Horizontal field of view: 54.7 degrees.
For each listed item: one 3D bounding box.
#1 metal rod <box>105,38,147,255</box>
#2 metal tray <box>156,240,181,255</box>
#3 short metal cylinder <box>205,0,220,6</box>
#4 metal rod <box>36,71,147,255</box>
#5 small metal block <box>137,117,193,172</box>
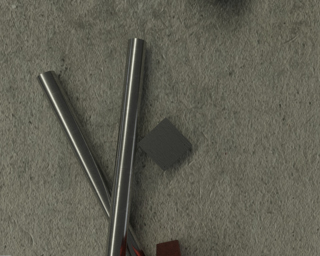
[{"bbox_3d":[-0.043,0.034,0.393,0.025,0.025,0.298,5,84,-1],"label":"metal rod"},{"bbox_3d":[0.023,0.217,0.378,0.030,0.090,0.129,-12,90,0],"label":"metal tray"},{"bbox_3d":[0.072,-0.201,0.383,0.050,0.080,0.080,39,90,-1],"label":"short metal cylinder"},{"bbox_3d":[-0.084,0.064,0.408,0.025,0.025,0.299,-26,90,0],"label":"metal rod"},{"bbox_3d":[0.006,0.021,0.410,0.050,0.025,0.050,-43,91,0],"label":"small metal block"}]
